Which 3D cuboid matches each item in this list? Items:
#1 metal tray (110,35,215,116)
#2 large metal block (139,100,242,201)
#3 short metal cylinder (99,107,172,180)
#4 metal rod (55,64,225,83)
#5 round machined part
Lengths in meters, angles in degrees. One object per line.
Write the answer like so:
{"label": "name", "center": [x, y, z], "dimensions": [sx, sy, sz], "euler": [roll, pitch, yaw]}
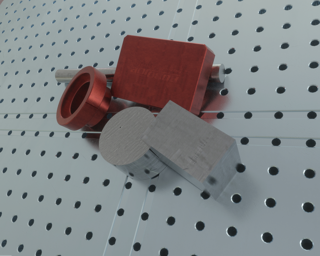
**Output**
{"label": "metal tray", "center": [0.000, -0.073, 0.422], "dimensions": [0.130, 0.030, 0.089], "euler": [16, 93, 30]}
{"label": "large metal block", "center": [0.036, 0.026, 0.330], "dimensions": [0.080, 0.080, 0.050], "euler": [34, 81, 29]}
{"label": "short metal cylinder", "center": [-0.029, 0.020, 0.394], "dimensions": [0.080, 0.050, 0.080], "euler": [-13, 56, 21]}
{"label": "metal rod", "center": [-0.048, -0.083, 0.482], "dimensions": [0.300, 0.025, 0.025], "euler": [5, 64, 29]}
{"label": "round machined part", "center": [-0.110, -0.040, 0.464], "dimensions": [0.098, 0.042, 0.098], "euler": [-28, 47, 36]}
